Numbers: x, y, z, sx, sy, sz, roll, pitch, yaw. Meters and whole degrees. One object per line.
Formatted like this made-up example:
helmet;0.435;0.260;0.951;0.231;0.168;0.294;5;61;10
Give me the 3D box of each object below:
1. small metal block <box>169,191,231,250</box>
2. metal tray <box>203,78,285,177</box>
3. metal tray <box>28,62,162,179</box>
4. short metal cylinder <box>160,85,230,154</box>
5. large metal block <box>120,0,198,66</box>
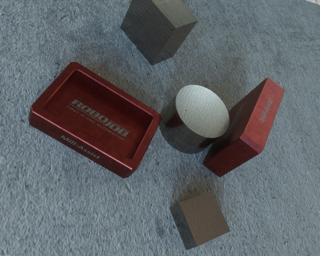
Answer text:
small metal block;0.046;0.107;0.363;0.050;0.025;0.050;-10;67;-33
metal tray;0.115;-0.002;0.425;0.030;0.090;0.130;38;51;-3
metal tray;-0.072;-0.011;0.368;0.130;0.030;0.090;32;52;-8
short metal cylinder;0.046;-0.011;0.419;0.081;0.050;0.080;14;56;-21
large metal block;-0.004;-0.155;0.461;0.050;0.080;0.080;-33;80;-38
